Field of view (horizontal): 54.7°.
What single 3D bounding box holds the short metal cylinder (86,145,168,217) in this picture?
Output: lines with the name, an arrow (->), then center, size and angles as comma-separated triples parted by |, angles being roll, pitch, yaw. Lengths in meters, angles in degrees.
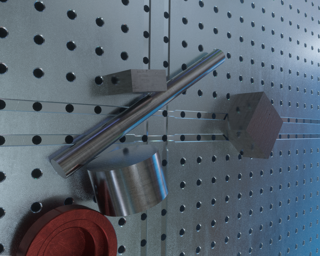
short metal cylinder -> -0.035, 0.056, 0.345 | 0.081, 0.080, 0.050 | -23, 105, -38

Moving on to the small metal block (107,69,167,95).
small metal block -> -0.028, -0.054, 0.371 | 0.050, 0.050, 0.025 | -8, 96, -40

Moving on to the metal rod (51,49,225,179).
metal rod -> -0.007, -0.035, 0.405 | 0.302, 0.025, 0.025 | -38, 114, -34

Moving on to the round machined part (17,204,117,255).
round machined part -> -0.097, 0.127, 0.319 | 0.099, 0.042, 0.097 | 0, 90, -40

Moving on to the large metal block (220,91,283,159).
large metal block -> 0.159, -0.004, 0.529 | 0.080, 0.050, 0.080 | 46, 63, -31
